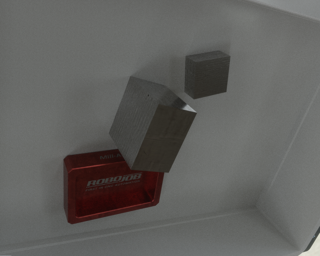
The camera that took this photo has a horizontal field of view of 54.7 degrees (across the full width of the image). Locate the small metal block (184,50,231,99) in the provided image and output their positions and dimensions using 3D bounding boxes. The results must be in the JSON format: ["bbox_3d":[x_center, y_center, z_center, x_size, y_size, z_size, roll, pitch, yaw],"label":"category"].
[{"bbox_3d":[0.060,-0.069,0.401,0.050,0.025,0.050,-14,125,-21],"label":"small metal block"}]

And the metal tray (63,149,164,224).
[{"bbox_3d":[-0.060,0.074,0.419,0.131,0.030,0.089,-6,121,-26],"label":"metal tray"}]

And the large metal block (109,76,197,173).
[{"bbox_3d":[-0.013,-0.005,0.365,0.050,0.080,0.079,10,113,-33],"label":"large metal block"}]
